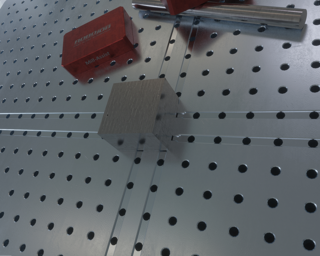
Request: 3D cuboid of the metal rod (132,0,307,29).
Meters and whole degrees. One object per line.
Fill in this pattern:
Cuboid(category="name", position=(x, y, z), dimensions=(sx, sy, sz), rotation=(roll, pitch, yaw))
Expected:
Cuboid(category="metal rod", position=(0.070, -0.185, 0.484), dimensions=(0.300, 0.025, 0.025), rotation=(22, 74, 36))

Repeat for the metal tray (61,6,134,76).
Cuboid(category="metal tray", position=(-0.114, -0.157, 0.562), dimensions=(0.130, 0.030, 0.090), rotation=(-20, 54, 16))

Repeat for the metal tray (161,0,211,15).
Cuboid(category="metal tray", position=(0.062, -0.233, 0.493), dimensions=(0.131, 0.030, 0.090), rotation=(-22, 45, 1))

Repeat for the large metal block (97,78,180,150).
Cuboid(category="large metal block", position=(-0.027, -0.017, 0.416), dimensions=(0.080, 0.050, 0.080), rotation=(-2, 61, 27))
